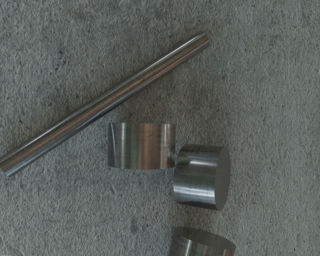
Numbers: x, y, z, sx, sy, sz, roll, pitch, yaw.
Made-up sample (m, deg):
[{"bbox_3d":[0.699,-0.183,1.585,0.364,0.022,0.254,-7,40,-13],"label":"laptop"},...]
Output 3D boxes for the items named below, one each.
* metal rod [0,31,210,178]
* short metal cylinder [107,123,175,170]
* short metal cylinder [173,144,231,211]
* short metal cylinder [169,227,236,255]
[{"bbox_3d":[-0.057,-0.039,0.388,0.301,0.025,0.025,-36,102,-17],"label":"metal rod"},{"bbox_3d":[-0.022,0.020,0.372,0.081,0.080,0.050,1,90,-20],"label":"short metal cylinder"},{"bbox_3d":[0.056,0.061,0.395,0.080,0.050,0.080,3,90,-65],"label":"short metal cylinder"},{"bbox_3d":[0.052,0.166,0.400,0.081,0.080,0.050,16,85,-20],"label":"short metal cylinder"}]
